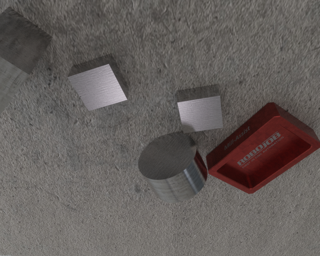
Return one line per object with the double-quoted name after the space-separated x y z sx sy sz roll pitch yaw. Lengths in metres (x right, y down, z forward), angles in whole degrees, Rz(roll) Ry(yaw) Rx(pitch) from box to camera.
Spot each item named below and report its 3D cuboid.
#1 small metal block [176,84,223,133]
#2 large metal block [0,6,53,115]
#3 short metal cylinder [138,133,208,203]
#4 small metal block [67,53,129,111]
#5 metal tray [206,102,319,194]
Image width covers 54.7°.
0.050 -0.023 0.388 0.050 0.025 0.050 -9 130 7 "small metal block"
-0.162 -0.063 0.315 0.050 0.080 0.080 35 122 -26 "large metal block"
0.018 0.052 0.416 0.080 0.080 0.050 -17 128 13 "short metal cylinder"
-0.070 -0.053 0.362 0.050 0.025 0.050 -15 129 12 "small metal block"
0.140 0.034 0.433 0.090 0.030 0.129 29 124 -23 "metal tray"
